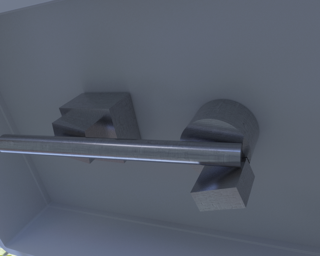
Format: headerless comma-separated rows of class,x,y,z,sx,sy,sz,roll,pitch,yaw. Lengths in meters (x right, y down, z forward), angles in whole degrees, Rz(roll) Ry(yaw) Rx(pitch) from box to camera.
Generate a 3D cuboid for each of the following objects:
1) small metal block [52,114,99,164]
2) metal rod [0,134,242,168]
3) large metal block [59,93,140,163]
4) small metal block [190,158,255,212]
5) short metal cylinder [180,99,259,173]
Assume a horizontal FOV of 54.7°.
small metal block,-0.109,0.014,0.406,0.050,0.025,0.050,12,123,21
metal rod,-0.061,0.024,0.361,0.301,0.025,0.025,1,119,18
large metal block,-0.080,-0.002,0.428,0.080,0.050,0.079,3,120,26
small metal block,0.067,0.059,0.325,0.050,0.050,0.025,-15,111,34
short metal cylinder,0.070,0.013,0.361,0.080,0.050,0.079,13,124,20
